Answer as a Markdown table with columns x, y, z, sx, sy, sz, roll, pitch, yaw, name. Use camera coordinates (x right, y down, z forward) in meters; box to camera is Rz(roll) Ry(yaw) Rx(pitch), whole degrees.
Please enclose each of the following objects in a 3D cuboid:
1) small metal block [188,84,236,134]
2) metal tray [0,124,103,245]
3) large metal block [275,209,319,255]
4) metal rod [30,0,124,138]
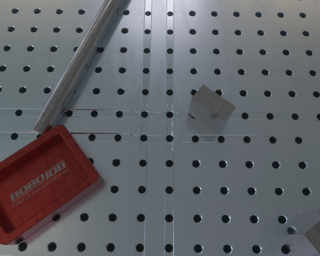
| x | y | z | sx | sy | sz | roll | pitch | yaw | name |
| --- | --- | --- | --- | --- | --- | --- | --- | --- | --- |
| 0.067 | -0.023 | 0.408 | 0.050 | 0.050 | 0.025 | 37 | 74 | 12 | small metal block |
| -0.150 | 0.068 | 0.383 | 0.131 | 0.030 | 0.090 | -35 | 74 | -12 | metal tray |
| 0.184 | 0.135 | 0.335 | 0.050 | 0.080 | 0.080 | -33 | 74 | -11 | large metal block |
| -0.103 | -0.123 | 0.455 | 0.025 | 0.025 | 0.300 | 21 | 71 | 7 | metal rod |
